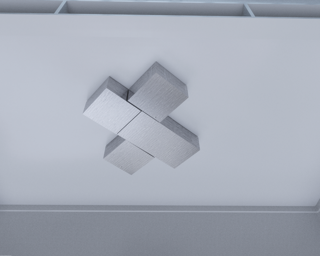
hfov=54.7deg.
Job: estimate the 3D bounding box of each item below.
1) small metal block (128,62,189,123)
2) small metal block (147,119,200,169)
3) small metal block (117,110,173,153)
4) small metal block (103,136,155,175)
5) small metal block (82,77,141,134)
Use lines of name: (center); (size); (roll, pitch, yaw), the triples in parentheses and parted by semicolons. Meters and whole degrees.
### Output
small metal block: (-0.002, -0.042, 0.370); (0.050, 0.025, 0.050); (34, 121, -26)
small metal block: (0.018, 0.023, 0.426); (0.050, 0.025, 0.050); (34, 122, -26)
small metal block: (-0.019, -0.002, 0.404); (0.050, 0.025, 0.050); (34, 122, -26)
small metal block: (-0.043, 0.034, 0.435); (0.050, 0.025, 0.050); (35, 123, -26)
small metal block: (-0.058, -0.027, 0.383); (0.050, 0.025, 0.050); (34, 122, -26)
